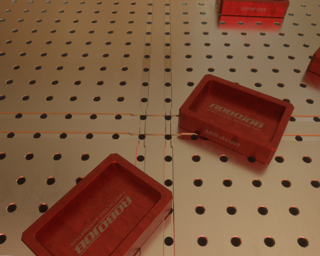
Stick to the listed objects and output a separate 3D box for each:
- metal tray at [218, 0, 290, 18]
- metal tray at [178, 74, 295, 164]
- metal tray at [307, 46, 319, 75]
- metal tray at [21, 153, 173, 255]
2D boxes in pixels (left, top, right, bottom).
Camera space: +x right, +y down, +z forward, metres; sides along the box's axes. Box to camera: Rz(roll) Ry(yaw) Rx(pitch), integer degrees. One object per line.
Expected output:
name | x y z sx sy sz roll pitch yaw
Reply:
metal tray | 0.185 -0.264 0.628 0.131 0.030 0.090 3 50 2
metal tray | 0.102 -0.017 0.419 0.130 0.030 0.090 24 54 18
metal tray | 0.318 -0.100 0.492 0.130 0.030 0.090 32 57 24
metal tray | -0.060 0.096 0.322 0.090 0.030 0.131 32 57 23
